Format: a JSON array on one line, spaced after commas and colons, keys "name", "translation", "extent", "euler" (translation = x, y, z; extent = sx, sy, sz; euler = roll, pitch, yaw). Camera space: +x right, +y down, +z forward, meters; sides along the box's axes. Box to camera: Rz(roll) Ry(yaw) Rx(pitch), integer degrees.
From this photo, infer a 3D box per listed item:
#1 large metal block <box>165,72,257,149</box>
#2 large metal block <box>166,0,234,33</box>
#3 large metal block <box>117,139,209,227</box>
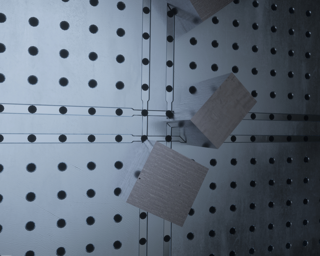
[{"name": "large metal block", "translation": [0.064, -0.021, 0.407], "extent": [0.050, 0.080, 0.080], "euler": [46, 76, -15]}, {"name": "large metal block", "translation": [0.054, -0.190, 0.418], "extent": [0.080, 0.050, 0.080], "euler": [-38, 102, -16]}, {"name": "large metal block", "translation": [0.003, 0.069, 0.400], "extent": [0.080, 0.050, 0.080], "euler": [29, 81, -18]}]
